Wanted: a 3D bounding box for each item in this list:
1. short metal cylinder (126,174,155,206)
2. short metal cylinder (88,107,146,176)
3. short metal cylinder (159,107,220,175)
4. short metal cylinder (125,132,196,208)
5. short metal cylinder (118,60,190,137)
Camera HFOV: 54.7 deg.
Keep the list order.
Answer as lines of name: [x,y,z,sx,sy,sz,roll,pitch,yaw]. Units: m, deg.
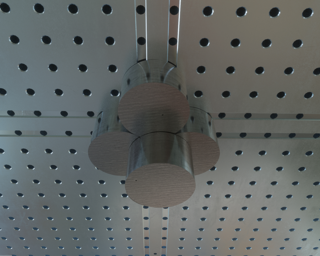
short metal cylinder: [-0.008,0.070,0.454,0.081,0.050,0.079,-1,128,0]
short metal cylinder: [-0.050,0.018,0.410,0.081,0.050,0.079,0,130,0]
short metal cylinder: [0.035,0.019,0.411,0.081,0.050,0.079,0,130,0]
short metal cylinder: [0.000,0.051,0.372,0.081,0.050,0.079,0,130,0]
short metal cylinder: [-0.007,-0.033,0.366,0.081,0.050,0.079,-1,130,-1]
